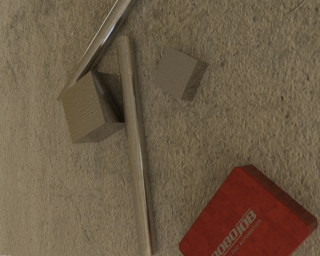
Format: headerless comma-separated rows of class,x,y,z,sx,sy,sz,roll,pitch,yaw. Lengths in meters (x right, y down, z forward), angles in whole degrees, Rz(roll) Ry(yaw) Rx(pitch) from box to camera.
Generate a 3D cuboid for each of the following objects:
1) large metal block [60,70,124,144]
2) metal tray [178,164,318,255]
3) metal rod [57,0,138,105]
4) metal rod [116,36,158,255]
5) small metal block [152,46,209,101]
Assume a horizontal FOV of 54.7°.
large metal block,-0.098,-0.029,0.467,0.080,0.050,0.080,-29,72,36
metal tray,0.086,0.115,0.329,0.090,0.030,0.129,44,116,31
metal rod,-0.080,-0.144,0.468,0.299,0.025,0.025,-48,62,29
metal rod,-0.033,0.020,0.430,0.025,0.025,0.298,-11,83,39
small metal block,0.025,-0.067,0.383,0.050,0.025,0.050,36,112,34
